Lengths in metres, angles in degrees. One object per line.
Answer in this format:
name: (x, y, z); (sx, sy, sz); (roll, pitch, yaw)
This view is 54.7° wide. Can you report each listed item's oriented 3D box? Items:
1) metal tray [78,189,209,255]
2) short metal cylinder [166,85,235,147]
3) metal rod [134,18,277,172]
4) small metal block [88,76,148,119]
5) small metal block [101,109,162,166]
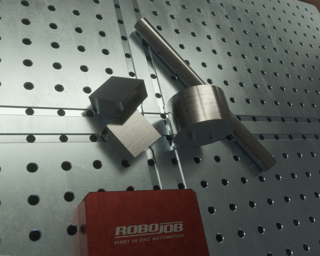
metal tray: (-0.016, 0.114, 0.328); (0.131, 0.030, 0.090); (4, 60, -27)
short metal cylinder: (0.053, -0.014, 0.412); (0.081, 0.080, 0.050); (3, 61, -27)
metal rod: (0.067, -0.054, 0.479); (0.300, 0.025, 0.025); (49, 51, 6)
small metal block: (-0.051, -0.040, 0.389); (0.050, 0.025, 0.050); (11, 44, 29)
small metal block: (-0.035, 0.010, 0.385); (0.050, 0.025, 0.050); (48, 51, 5)
